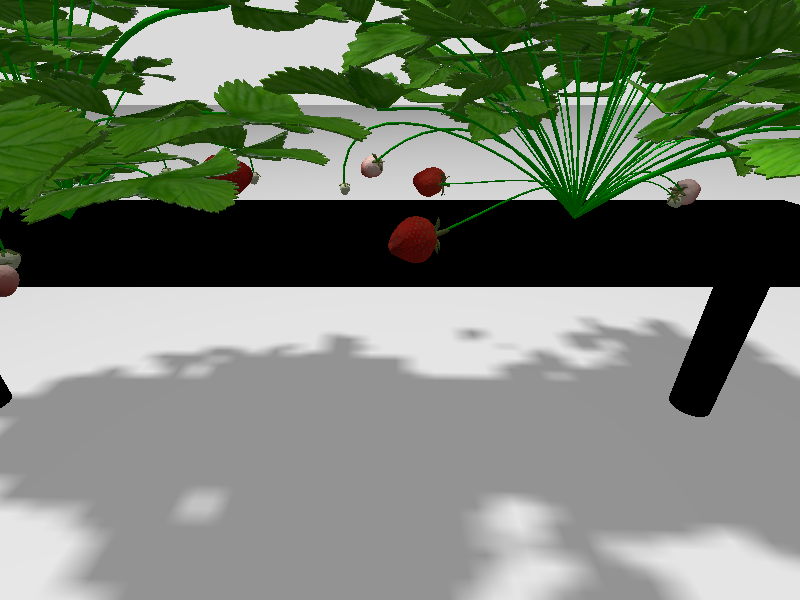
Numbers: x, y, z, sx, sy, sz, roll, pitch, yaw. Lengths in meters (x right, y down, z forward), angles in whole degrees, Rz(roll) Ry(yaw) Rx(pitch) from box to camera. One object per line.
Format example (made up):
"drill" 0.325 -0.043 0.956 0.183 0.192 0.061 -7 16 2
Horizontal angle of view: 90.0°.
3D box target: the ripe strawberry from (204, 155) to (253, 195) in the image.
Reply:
"ripe strawberry" -0.180 -0.130 0.416 0.049 0.042 0.049 -17 32 -30

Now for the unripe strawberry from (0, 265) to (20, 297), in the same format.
"unripe strawberry" -0.219 -0.010 0.218 0.019 0.017 0.017 -13 -2 -23

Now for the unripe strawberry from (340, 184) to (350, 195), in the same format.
"unripe strawberry" -0.055 -0.111 0.402 0.010 0.011 0.011 7 29 14

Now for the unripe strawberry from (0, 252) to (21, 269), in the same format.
"unripe strawberry" -0.238 -0.024 0.244 0.011 0.011 0.010 -12 30 -22

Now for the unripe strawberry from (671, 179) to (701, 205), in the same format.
"unripe strawberry" 0.286 -0.107 0.398 0.025 0.025 0.023 1 25 -25

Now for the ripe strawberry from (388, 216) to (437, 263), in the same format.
"ripe strawberry" 0.007 -0.038 0.259 0.032 0.031 0.030 -18 33 -30

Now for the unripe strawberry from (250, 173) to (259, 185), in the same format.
"unripe strawberry" -0.176 -0.145 0.480 0.015 0.013 0.013 21 34 35

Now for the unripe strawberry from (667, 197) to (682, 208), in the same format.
"unripe strawberry" 0.263 -0.093 0.383 0.011 0.011 0.013 46 5 -32

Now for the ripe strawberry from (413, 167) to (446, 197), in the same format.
"ripe strawberry" 0.030 -0.125 0.422 0.034 0.029 0.034 16 32 29

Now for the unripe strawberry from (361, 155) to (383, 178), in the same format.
"unripe strawberry" -0.037 -0.169 0.511 0.031 0.027 0.031 -26 3 -40

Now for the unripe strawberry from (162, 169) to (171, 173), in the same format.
"unripe strawberry" -0.280 -0.153 0.482 0.011 0.010 0.010 3 28 5
